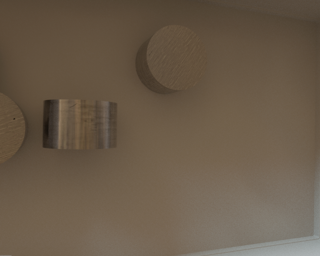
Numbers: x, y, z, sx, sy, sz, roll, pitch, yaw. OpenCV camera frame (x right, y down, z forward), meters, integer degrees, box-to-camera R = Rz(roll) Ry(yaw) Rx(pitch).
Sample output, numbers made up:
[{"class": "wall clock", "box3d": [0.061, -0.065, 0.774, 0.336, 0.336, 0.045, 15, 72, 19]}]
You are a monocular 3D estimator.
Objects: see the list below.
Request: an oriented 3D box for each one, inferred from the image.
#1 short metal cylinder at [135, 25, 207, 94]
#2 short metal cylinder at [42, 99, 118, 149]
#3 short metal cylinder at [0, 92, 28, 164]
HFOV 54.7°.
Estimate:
[{"class": "short metal cylinder", "box3d": [0.014, -0.086, 0.402, 0.081, 0.050, 0.080, 0, 90, -20]}, {"class": "short metal cylinder", "box3d": [-0.089, -0.004, 0.348, 0.081, 0.080, 0.050, 1, 90, -20]}, {"class": "short metal cylinder", "box3d": [-0.185, 0.000, 0.329, 0.081, 0.050, 0.080, 0, 90, -20]}]
